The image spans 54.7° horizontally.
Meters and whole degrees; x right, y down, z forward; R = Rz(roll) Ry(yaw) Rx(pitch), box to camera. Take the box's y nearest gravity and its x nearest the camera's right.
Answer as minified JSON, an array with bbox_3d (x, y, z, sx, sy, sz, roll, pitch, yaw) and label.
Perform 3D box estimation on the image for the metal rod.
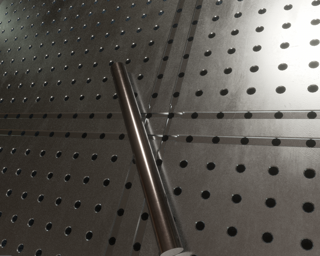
[{"bbox_3d":[-0.028,0.016,0.411,0.025,0.025,0.299,-28,52,11],"label":"metal rod"}]
